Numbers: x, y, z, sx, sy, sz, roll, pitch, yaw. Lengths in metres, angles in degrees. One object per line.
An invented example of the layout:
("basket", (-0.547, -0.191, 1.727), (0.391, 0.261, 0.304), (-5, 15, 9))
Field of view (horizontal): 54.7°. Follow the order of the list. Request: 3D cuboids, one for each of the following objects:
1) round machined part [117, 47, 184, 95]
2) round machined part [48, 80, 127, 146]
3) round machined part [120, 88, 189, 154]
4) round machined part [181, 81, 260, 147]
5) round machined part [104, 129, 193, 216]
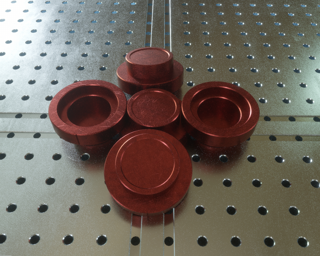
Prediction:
("round machined part", (-0.014, -0.087, 0.455), (0.099, 0.042, 0.098), (-1, 36, 1))
("round machined part", (-0.091, -0.016, 0.408), (0.099, 0.042, 0.098), (0, 50, 0))
("round machined part", (-0.008, -0.015, 0.407), (0.099, 0.042, 0.098), (0, 50, 0))
("round machined part", (0.077, -0.014, 0.408), (0.099, 0.042, 0.098), (0, 50, 0))
("round machined part", (-0.013, 0.045, 0.344), (0.099, 0.042, 0.098), (0, 65, 0))
